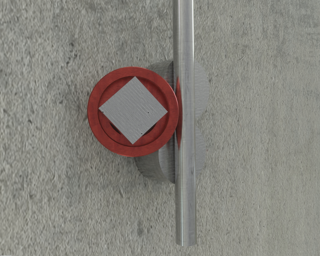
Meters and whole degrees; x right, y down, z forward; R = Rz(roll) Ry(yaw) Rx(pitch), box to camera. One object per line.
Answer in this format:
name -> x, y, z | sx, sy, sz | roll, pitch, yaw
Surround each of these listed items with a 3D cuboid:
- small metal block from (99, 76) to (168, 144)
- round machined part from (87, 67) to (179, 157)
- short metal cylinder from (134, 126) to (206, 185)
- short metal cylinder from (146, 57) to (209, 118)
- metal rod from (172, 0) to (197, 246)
small metal block -> -0.029, -0.018, 0.329 | 0.050, 0.025, 0.050 | -44, 96, -10
round machined part -> -0.031, -0.017, 0.352 | 0.099, 0.042, 0.097 | 0, 88, -11
short metal cylinder -> 0.013, 0.031, 0.400 | 0.081, 0.050, 0.080 | 1, 89, -40
short metal cylinder -> 0.019, -0.050, 0.406 | 0.081, 0.050, 0.079 | 0, 90, -40
metal rod -> 0.029, -0.014, 0.366 | 0.025, 0.025, 0.298 | -1, 91, -40
